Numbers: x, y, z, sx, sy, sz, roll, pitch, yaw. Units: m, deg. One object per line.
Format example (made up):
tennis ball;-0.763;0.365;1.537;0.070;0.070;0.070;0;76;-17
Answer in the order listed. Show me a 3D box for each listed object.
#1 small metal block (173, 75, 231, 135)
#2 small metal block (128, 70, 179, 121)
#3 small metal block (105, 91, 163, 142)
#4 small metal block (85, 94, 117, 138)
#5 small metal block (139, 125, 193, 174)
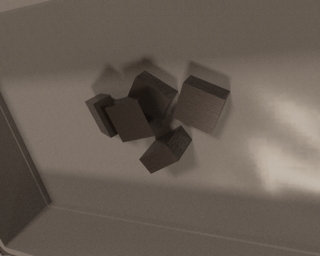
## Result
small metal block;0.048;-0.027;0.365;0.050;0.025;0.050;25;127;12
small metal block;-0.013;-0.036;0.392;0.050;0.025;0.050;33;128;6
small metal block;-0.032;-0.013;0.384;0.050;0.025;0.050;-12;113;33
small metal block;-0.074;-0.018;0.419;0.050;0.025;0.050;18;136;64
small metal block;0.008;0.028;0.404;0.050;0.050;0.025;-31;101;37
